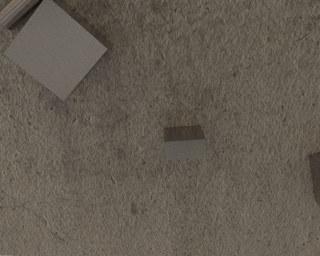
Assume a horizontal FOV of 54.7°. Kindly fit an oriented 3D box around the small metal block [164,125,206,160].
[{"bbox_3d":[0.031,0.018,0.404,0.050,0.050,0.025,-4,110,1],"label":"small metal block"}]

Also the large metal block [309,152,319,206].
[{"bbox_3d":[0.262,0.072,0.427,0.080,0.050,0.080,-15,110,5],"label":"large metal block"}]

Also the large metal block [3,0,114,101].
[{"bbox_3d":[-0.114,-0.092,0.361,0.080,0.050,0.080,41,105,-14],"label":"large metal block"}]

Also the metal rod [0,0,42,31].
[{"bbox_3d":[-0.063,-0.211,0.331,0.300,0.025,0.025,-36,107,12],"label":"metal rod"}]
